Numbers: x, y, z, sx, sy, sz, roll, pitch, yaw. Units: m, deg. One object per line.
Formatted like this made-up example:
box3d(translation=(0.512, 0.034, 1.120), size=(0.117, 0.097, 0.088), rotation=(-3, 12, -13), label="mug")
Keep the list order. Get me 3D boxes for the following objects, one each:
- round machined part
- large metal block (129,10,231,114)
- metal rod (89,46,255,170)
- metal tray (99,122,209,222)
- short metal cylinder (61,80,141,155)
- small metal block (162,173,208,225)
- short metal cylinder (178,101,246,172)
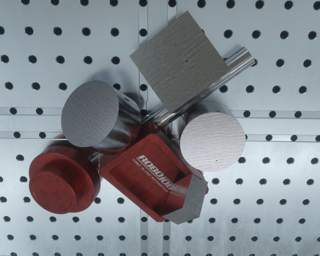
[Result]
box3d(translation=(-0.134, 0.076, 0.417), size=(0.098, 0.042, 0.097), rotation=(7, 117, 14), label="round machined part")
box3d(translation=(0.025, -0.073, 0.361), size=(0.080, 0.050, 0.080), rotation=(-35, 87, 12), label="large metal block")
box3d(translation=(-0.009, -0.005, 0.413), size=(0.300, 0.025, 0.025), rotation=(-35, 107, 12), label="metal rod")
box3d(translation=(-0.006, 0.064, 0.419), size=(0.090, 0.030, 0.130), rotation=(-36, 119, 12), label="metal tray")
box3d(translation=(-0.070, -0.011, 0.373), size=(0.080, 0.050, 0.080), rotation=(-7, 72, 24), label="short metal cylinder")
box3d(translation=(0.033, 0.093, 0.403), size=(0.025, 0.050, 0.050), rotation=(32, 142, -13), label="small metal block")
box3d(translation=(0.065, 0.010, 0.404), size=(0.081, 0.050, 0.079), rotation=(0, 110, 0), label="short metal cylinder")
